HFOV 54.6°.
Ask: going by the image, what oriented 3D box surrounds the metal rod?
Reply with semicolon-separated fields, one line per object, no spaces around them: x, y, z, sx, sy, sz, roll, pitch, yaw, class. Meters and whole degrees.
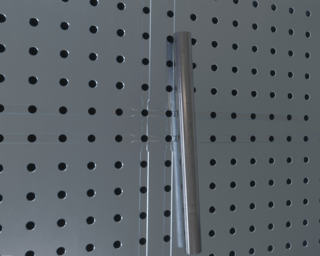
0.038;0.021;0.426;0.025;0.025;0.298;-3;91;-20;metal rod
